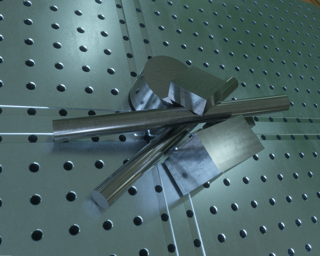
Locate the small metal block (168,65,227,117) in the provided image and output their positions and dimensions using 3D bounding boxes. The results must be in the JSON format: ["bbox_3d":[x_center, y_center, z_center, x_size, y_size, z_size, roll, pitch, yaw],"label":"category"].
[{"bbox_3d":[0.046,-0.047,0.383,0.050,0.025,0.050,31,48,21],"label":"small metal block"}]

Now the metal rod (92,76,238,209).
[{"bbox_3d":[0.028,0.000,0.419,0.025,0.025,0.302,47,51,4],"label":"metal rod"}]

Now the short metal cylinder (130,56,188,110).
[{"bbox_3d":[0.006,-0.051,0.422,0.081,0.050,0.080,14,55,-21],"label":"short metal cylinder"}]

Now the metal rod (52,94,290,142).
[{"bbox_3d":[0.027,-0.015,0.383,0.302,0.025,0.025,-7,65,-17],"label":"metal rod"}]

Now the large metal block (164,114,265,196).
[{"bbox_3d":[0.065,0.033,0.382,0.081,0.080,0.050,-20,73,-36],"label":"large metal block"}]

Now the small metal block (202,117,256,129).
[{"bbox_3d":[0.098,-0.003,0.442,0.050,0.050,0.025,-1,62,-27],"label":"small metal block"}]
